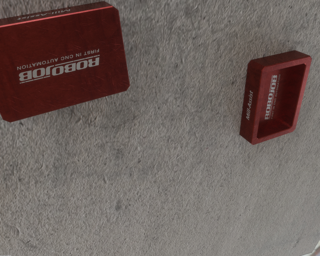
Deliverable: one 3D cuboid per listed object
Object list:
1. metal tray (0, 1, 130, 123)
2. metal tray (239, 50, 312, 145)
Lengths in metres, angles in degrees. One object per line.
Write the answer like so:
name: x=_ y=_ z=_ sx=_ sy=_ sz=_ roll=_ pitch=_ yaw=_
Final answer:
metal tray: x=-0.101 y=-0.067 z=0.307 sx=0.131 sy=0.030 sz=0.089 roll=-18 pitch=126 yaw=-18
metal tray: x=0.172 y=-0.044 z=0.469 sx=0.091 sy=0.030 sz=0.129 roll=-16 pitch=125 yaw=-20
